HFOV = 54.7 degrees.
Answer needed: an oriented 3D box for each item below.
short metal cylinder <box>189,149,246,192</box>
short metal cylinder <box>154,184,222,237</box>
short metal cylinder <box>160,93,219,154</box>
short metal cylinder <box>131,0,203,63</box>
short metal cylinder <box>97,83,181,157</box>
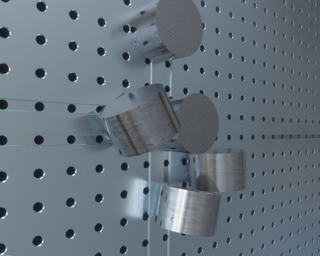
[{"bbox_3d":[0.081,0.057,0.441,0.081,0.080,0.050,-2,92,-40],"label":"short metal cylinder"},{"bbox_3d":[0.036,0.105,0.404,0.081,0.080,0.050,16,80,-39],"label":"short metal cylinder"},{"bbox_3d":[0.034,-0.006,0.421,0.081,0.050,0.079,0,90,-40],"label":"short metal cylinder"},{"bbox_3d":[0.010,-0.128,0.400,0.081,0.050,0.079,0,90,-40],"label":"short metal cylinder"},{"bbox_3d":[-0.023,-0.010,0.353,0.080,0.080,0.050,-39,114,-33],"label":"short metal cylinder"}]
